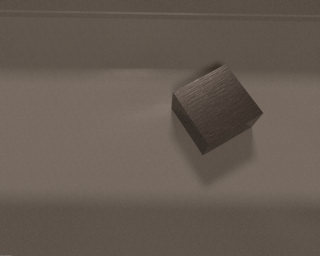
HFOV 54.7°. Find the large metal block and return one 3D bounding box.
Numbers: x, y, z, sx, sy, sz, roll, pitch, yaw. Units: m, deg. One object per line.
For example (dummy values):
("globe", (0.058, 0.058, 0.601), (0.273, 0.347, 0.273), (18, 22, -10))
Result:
("large metal block", (0.071, -0.023, 0.406), (0.080, 0.050, 0.080), (-29, 73, -10))
